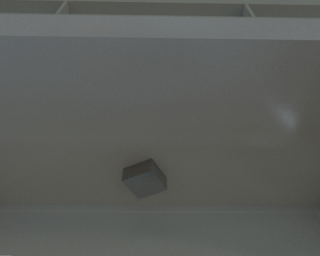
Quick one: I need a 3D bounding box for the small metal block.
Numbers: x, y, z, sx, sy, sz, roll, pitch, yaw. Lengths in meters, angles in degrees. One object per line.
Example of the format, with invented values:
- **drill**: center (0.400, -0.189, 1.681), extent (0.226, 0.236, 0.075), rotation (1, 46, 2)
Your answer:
- **small metal block**: center (-0.023, 0.079, 0.475), extent (0.050, 0.025, 0.050), rotation (-22, 127, 17)
